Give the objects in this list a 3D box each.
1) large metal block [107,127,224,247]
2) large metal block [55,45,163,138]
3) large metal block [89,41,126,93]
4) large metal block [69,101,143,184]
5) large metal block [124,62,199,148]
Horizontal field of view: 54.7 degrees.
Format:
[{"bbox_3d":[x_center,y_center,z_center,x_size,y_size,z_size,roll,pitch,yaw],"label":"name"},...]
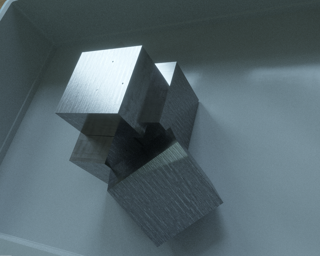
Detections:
[{"bbox_3d":[0.004,0.059,0.320,0.080,0.080,0.050,-36,16,4],"label":"large metal block"},{"bbox_3d":[-0.053,-0.038,0.335,0.080,0.050,0.080,2,63,29],"label":"large metal block"},{"bbox_3d":[-0.062,-0.066,0.432,0.080,0.080,0.050,-37,86,3],"label":"large metal block"},{"bbox_3d":[-0.054,0.021,0.384,0.050,0.080,0.080,1,62,28],"label":"large metal block"},{"bbox_3d":[0.004,-0.022,0.379,0.050,0.080,0.080,1,62,28],"label":"large metal block"}]
